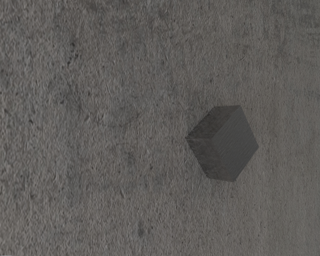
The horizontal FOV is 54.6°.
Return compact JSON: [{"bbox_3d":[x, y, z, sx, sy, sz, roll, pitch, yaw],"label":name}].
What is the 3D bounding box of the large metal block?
[{"bbox_3d":[0.096,0.022,0.467,0.080,0.050,0.080,-45,117,-31],"label":"large metal block"}]
